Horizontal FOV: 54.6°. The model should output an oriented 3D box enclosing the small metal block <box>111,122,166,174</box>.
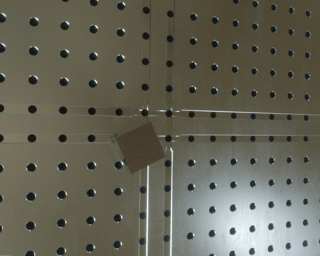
[{"bbox_3d":[-0.028,0.025,0.402,0.050,0.025,0.050,-25,99,-18],"label":"small metal block"}]
